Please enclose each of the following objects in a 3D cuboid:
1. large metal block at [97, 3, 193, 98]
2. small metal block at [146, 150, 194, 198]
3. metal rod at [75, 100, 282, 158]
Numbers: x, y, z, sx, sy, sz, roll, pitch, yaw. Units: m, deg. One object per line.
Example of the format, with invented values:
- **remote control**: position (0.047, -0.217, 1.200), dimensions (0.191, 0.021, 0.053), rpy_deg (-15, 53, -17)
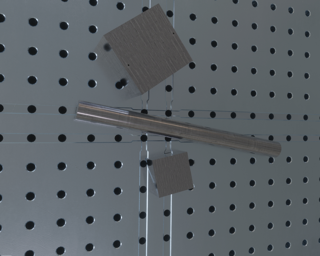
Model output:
- **large metal block**: position (-0.020, -0.095, 0.392), dimensions (0.080, 0.050, 0.080), rpy_deg (-36, 102, -16)
- **small metal block**: position (0.013, 0.061, 0.417), dimensions (0.050, 0.025, 0.050), rpy_deg (-12, 94, -20)
- **metal rod**: position (0.039, 0.006, 0.426), dimensions (0.302, 0.025, 0.025), rpy_deg (11, 86, -20)
